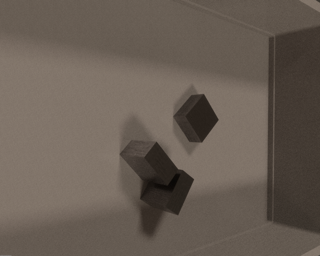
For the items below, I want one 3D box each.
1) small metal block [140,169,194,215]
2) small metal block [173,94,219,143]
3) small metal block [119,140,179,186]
[{"bbox_3d":[0.009,0.079,0.400,0.025,0.050,0.050,42,65,-33],"label":"small metal block"},{"bbox_3d":[0.054,-0.014,0.454,0.050,0.025,0.050,-50,120,-29],"label":"small metal block"},{"bbox_3d":[-0.014,0.042,0.381,0.025,0.050,0.050,-52,121,-27],"label":"small metal block"}]
